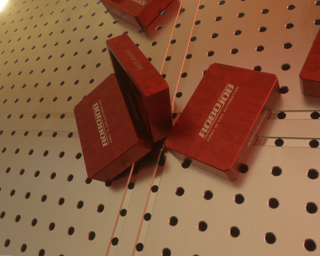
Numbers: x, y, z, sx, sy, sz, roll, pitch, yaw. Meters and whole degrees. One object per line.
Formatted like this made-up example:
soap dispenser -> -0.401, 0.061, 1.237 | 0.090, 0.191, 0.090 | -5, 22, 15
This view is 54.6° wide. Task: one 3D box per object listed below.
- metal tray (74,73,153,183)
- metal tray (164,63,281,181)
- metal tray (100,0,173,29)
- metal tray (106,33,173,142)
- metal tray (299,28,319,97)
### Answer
metal tray -> -0.070, -0.002, 0.429 | 0.090, 0.030, 0.130 | -37, 52, 20
metal tray -> 0.075, -0.013, 0.374 | 0.090, 0.030, 0.130 | 21, 73, 36
metal tray -> -0.043, -0.244, 0.578 | 0.090, 0.030, 0.130 | -47, 51, -5
metal tray -> -0.027, -0.055, 0.412 | 0.030, 0.090, 0.130 | -24, 50, -13
metal tray -> 0.223, -0.091, 0.344 | 0.090, 0.030, 0.130 | 18, 71, 35
